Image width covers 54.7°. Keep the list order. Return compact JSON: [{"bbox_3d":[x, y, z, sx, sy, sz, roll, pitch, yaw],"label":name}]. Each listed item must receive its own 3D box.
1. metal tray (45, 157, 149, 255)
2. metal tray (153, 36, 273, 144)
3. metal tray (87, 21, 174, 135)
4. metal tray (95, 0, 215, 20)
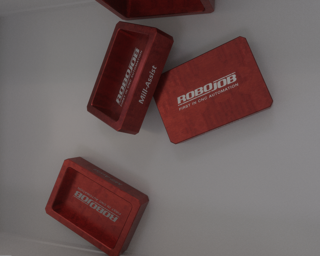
[{"bbox_3d":[-0.091,0.109,0.439,0.130,0.030,0.090,26,99,18],"label":"metal tray"},{"bbox_3d":[0.061,-0.043,0.386,0.130,0.030,0.090,-23,83,18],"label":"metal tray"},{"bbox_3d":[-0.043,-0.067,0.402,0.090,0.030,0.129,29,101,45],"label":"metal tray"},{"bbox_3d":[-0.006,-0.165,0.377,0.130,0.090,0.030,2,91,20],"label":"metal tray"}]
